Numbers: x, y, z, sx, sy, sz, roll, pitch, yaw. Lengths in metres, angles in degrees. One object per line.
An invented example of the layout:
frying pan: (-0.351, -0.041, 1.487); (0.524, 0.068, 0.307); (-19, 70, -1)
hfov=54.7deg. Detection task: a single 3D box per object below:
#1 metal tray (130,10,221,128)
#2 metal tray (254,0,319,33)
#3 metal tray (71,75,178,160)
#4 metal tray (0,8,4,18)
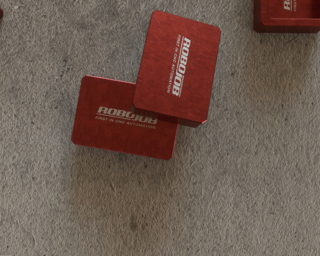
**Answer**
metal tray: (0.020, -0.073, 0.387); (0.091, 0.030, 0.130); (13, 77, -8)
metal tray: (0.173, -0.194, 0.408); (0.091, 0.030, 0.129); (0, 90, 0)
metal tray: (-0.042, -0.013, 0.407); (0.131, 0.030, 0.089); (10, 90, 0)
metal tray: (-0.286, -0.175, 0.405); (0.090, 0.030, 0.130); (-40, 90, 0)
